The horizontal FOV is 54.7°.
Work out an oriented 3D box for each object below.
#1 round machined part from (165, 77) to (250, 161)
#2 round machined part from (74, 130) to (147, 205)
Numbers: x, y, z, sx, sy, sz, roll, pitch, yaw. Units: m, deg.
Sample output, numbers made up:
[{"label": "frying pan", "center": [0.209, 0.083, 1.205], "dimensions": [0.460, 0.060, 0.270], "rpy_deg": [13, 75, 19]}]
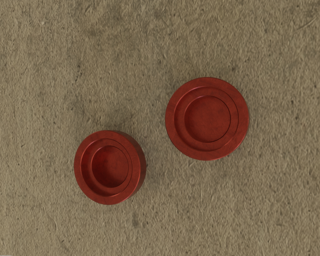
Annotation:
[{"label": "round machined part", "center": [0.059, -0.011, 0.379], "dimensions": [0.098, 0.042, 0.097], "rpy_deg": [0, 90, 20]}, {"label": "round machined part", "center": [-0.064, 0.051, 0.422], "dimensions": [0.098, 0.042, 0.097], "rpy_deg": [0, 90, 20]}]
